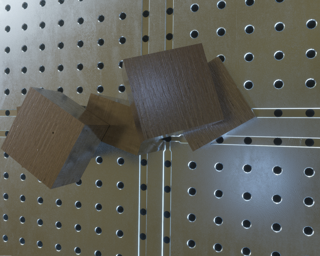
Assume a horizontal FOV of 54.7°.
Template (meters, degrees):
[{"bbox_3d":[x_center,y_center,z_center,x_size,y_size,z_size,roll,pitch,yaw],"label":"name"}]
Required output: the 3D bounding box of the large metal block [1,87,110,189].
[{"bbox_3d":[-0.119,0.010,0.354,0.080,0.050,0.080,33,100,17],"label":"large metal block"}]

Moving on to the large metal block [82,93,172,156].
[{"bbox_3d":[-0.040,-0.005,0.396,0.080,0.080,0.050,20,97,18],"label":"large metal block"}]

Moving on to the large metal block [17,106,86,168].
[{"bbox_3d":[-0.146,0.009,0.433,0.050,0.080,0.080,-7,88,19],"label":"large metal block"}]

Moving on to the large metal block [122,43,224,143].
[{"bbox_3d":[0.010,-0.034,0.322,0.081,0.050,0.080,-14,85,-10],"label":"large metal block"}]

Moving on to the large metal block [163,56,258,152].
[{"bbox_3d":[0.060,-0.027,0.377,0.080,0.050,0.080,-32,80,17],"label":"large metal block"}]
